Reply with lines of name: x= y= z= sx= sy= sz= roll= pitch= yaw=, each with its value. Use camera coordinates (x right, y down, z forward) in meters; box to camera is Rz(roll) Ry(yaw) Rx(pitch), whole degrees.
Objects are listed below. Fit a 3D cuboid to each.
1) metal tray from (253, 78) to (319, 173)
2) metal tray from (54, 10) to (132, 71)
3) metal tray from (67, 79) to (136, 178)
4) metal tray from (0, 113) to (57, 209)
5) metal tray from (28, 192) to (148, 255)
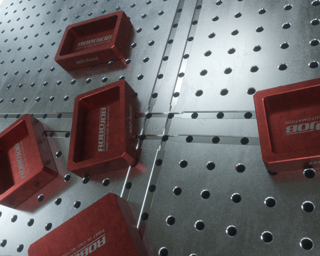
metal tray: x=0.170 y=-0.008 z=0.320 sx=0.130 sy=0.030 sz=0.090 roll=-11 pitch=57 yaw=21
metal tray: x=-0.122 y=-0.158 z=0.563 sx=0.130 sy=0.030 sz=0.090 roll=-5 pitch=59 yaw=25
metal tray: x=-0.082 y=-0.001 z=0.446 sx=0.090 sy=0.030 sz=0.130 roll=-16 pitch=55 yaw=18
metal tray: x=-0.221 y=0.048 z=0.488 sx=0.090 sy=0.030 sz=0.130 roll=-37 pitch=51 yaw=3
metal tray: x=-0.086 y=0.147 z=0.358 sx=0.130 sy=0.030 sz=0.090 roll=-34 pitch=52 yaw=5
